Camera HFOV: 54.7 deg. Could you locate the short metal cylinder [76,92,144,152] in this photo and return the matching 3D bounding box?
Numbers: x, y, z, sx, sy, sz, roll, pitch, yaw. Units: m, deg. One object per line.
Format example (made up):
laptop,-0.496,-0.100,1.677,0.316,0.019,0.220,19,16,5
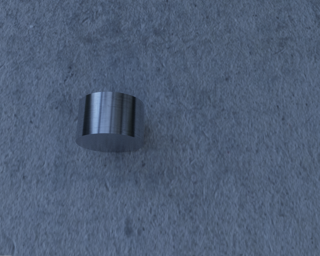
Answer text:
short metal cylinder,-0.060,-0.004,0.380,0.081,0.080,0.050,0,70,0
